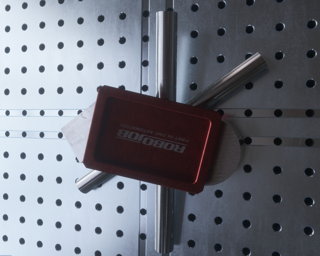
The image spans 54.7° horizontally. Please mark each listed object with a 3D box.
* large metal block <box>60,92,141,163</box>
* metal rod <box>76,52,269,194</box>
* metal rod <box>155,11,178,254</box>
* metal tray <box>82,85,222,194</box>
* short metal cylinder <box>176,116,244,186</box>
[{"bbox_3d":[-0.065,-0.001,0.404,0.080,0.080,0.050,-35,79,16],"label":"large metal block"},{"bbox_3d":[0.005,0.002,0.410,0.300,0.025,0.025,-35,79,16],"label":"metal rod"},{"bbox_3d":[0.007,0.013,0.385,0.025,0.025,0.298,4,101,19],"label":"metal rod"},{"bbox_3d":[-0.008,0.012,0.337,0.131,0.030,0.089,13,95,0],"label":"metal tray"},{"bbox_3d":[0.059,0.026,0.377,0.080,0.050,0.079,0,90,19],"label":"short metal cylinder"}]
